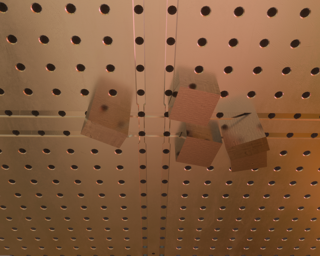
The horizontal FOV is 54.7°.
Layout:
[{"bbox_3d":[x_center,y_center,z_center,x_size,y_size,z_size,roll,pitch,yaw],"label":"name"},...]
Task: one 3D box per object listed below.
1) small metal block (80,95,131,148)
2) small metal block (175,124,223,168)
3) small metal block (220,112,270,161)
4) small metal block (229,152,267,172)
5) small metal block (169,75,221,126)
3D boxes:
[{"bbox_3d":[-0.066,-0.008,0.387,0.050,0.050,0.025,23,126,-19],"label":"small metal block"},{"bbox_3d":[0.053,0.026,0.435,0.050,0.025,0.050,11,129,-10],"label":"small metal block"},{"bbox_3d":[0.110,0.010,0.406,0.050,0.050,0.025,-18,128,14],"label":"small metal block"},{"bbox_3d":[0.124,0.034,0.443,0.050,0.025,0.050,-10,130,8],"label":"small metal block"},{"bbox_3d":[0.041,-0.033,0.384,0.050,0.025,0.050,11,129,-10],"label":"small metal block"}]
